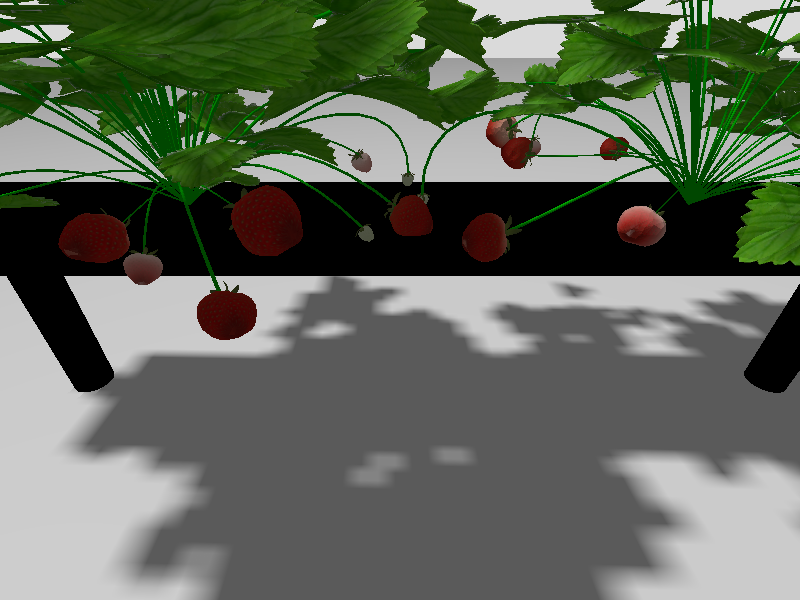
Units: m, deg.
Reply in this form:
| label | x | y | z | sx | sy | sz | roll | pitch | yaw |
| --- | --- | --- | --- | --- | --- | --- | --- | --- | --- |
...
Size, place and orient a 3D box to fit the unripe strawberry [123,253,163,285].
| label | x | y | z | sx | sy | sz | roll | pitch | yaw |
| --- | --- | --- | --- | --- | --- | --- | --- | --- | --- |
| unripe strawberry | -0.153 | -0.018 | 0.238 | 0.020 | 0.020 | 0.017 | -8 | -29 | -12 |

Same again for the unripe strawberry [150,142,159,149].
| label | x | y | z | sx | sy | sz | roll | pitch | yaw |
| --- | --- | --- | --- | --- | --- | --- | --- | --- | --- |
| unripe strawberry | -0.305 | -0.193 | 0.501 | 0.011 | 0.010 | 0.010 | -20 | 38 | -28 |

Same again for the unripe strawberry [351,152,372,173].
| label | x | y | z | sx | sy | sz | roll | pitch | yaw |
| --- | --- | --- | --- | --- | --- | --- | --- | --- | --- |
| unripe strawberry | -0.041 | -0.150 | 0.441 | 0.024 | 0.021 | 0.022 | 38 | -9 | 44 |

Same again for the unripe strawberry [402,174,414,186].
| label | x | y | z | sx | sy | sz | roll | pitch | yaw |
| --- | --- | --- | --- | --- | --- | --- | --- | --- | --- |
| unripe strawberry | 0.007 | -0.109 | 0.364 | 0.011 | 0.011 | 0.011 | -2 | 33 | -4 |

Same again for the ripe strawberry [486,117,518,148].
| label | x | y | z | sx | sy | sz | roll | pitch | yaw |
| --- | --- | --- | --- | --- | --- | --- | --- | --- | --- |
| ripe strawberry | 0.137 | -0.233 | 0.551 | 0.042 | 0.044 | 0.046 | -16 | 21 | -23 |

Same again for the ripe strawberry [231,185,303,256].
| label | x | y | z | sx | sy | sz | roll | pitch | yaw |
| --- | --- | --- | --- | --- | --- | --- | --- | --- | --- |
| ripe strawberry | -0.084 | -0.050 | 0.264 | 0.048 | 0.047 | 0.045 | 28 | 42 | 35 |

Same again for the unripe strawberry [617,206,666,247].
| label | x | y | z | sx | sy | sz | roll | pitch | yaw |
| --- | --- | --- | --- | --- | --- | --- | --- | --- | --- |
| unripe strawberry | 0.168 | -0.051 | 0.280 | 0.031 | 0.026 | 0.031 | -27 | 42 | -35 |

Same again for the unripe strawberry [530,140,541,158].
| label | x | y | z | sx | sy | sz | roll | pitch | yaw |
| --- | --- | --- | --- | --- | --- | --- | --- | --- | --- |
| unripe strawberry | 0.167 | -0.191 | 0.506 | 0.022 | 0.022 | 0.019 | -16 | 36 | -23 |

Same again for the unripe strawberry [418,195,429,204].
| label | x | y | z | sx | sy | sz | roll | pitch | yaw |
| --- | --- | --- | --- | --- | --- | --- | --- | --- | --- |
| unripe strawberry | 0.019 | -0.086 | 0.344 | 0.010 | 0.010 | 0.009 | -2 | 33 | -3 |

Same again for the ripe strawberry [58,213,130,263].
| label | x | y | z | sx | sy | sz | roll | pitch | yaw |
| --- | --- | --- | --- | --- | --- | --- | --- | --- | --- |
| ripe strawberry | -0.194 | -0.037 | 0.253 | 0.037 | 0.033 | 0.033 | 1 | 33 | 2 |

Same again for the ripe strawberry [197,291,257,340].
| label | x | y | z | sx | sy | sz | roll | pitch | yaw |
| --- | --- | --- | --- | --- | --- | --- | --- | --- | --- |
| ripe strawberry | -0.082 | 0.008 | 0.192 | 0.027 | 0.023 | 0.027 | -17 | 37 | -24 |

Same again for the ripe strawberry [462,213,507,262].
| label | x | y | z | sx | sy | sz | roll | pitch | yaw |
| --- | --- | --- | --- | --- | --- | --- | --- | --- | --- |
| ripe strawberry | 0.054 | -0.040 | 0.260 | 0.030 | 0.031 | 0.027 | -17 | 36 | -23 |

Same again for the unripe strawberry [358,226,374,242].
| label | x | y | z | sx | sy | sz | roll | pitch | yaw |
| --- | --- | --- | --- | --- | --- | --- | --- | --- | --- |
| unripe strawberry | -0.024 | -0.047 | 0.289 | 0.012 | 0.011 | 0.010 | -32 | 11 | 40 |

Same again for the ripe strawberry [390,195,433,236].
| label | x | y | z | sx | sy | sz | roll | pitch | yaw |
| --- | --- | --- | --- | --- | --- | --- | --- | --- | --- |
| ripe strawberry | 0.010 | -0.060 | 0.295 | 0.032 | 0.031 | 0.029 | 29 | 37 | 3 |

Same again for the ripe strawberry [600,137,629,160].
| label | x | y | z | sx | sy | sz | roll | pitch | yaw |
| --- | --- | --- | --- | --- | --- | --- | --- | --- | --- |
| ripe strawberry | 0.258 | -0.185 | 0.486 | 0.032 | 0.027 | 0.032 | 0 | 32 | -1 |

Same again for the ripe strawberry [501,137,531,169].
| label | x | y | z | sx | sy | sz | roll | pitch | yaw |
| --- | --- | --- | --- | --- | --- | --- | --- | --- | --- |
| ripe strawberry | 0.132 | -0.168 | 0.455 | 0.033 | 0.034 | 0.030 | 27 | 41 | 36 |
